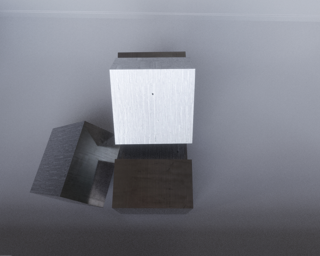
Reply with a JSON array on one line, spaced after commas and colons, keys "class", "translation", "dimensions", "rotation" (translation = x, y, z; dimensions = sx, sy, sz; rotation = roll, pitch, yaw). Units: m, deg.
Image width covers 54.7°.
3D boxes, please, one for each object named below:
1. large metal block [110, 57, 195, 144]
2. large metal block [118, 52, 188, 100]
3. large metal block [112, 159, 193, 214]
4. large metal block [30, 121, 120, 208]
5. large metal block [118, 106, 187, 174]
[{"class": "large metal block", "translation": [-0.007, -0.030, 0.330], "dimensions": [0.081, 0.079, 0.050], "rotation": [-1, 25, -1]}, {"class": "large metal block", "translation": [-0.009, -0.054, 0.397], "dimensions": [0.081, 0.080, 0.050], "rotation": [-1, 70, -1]}, {"class": "large metal block", "translation": [-0.007, 0.069, 0.352], "dimensions": [0.081, 0.080, 0.050], "rotation": [0, 70, 0]}, {"class": "large metal block", "translation": [-0.096, 0.042, 0.353], "dimensions": [0.050, 0.080, 0.080], "rotation": [28, 66, -36]}, {"class": "large metal block", "translation": [-0.009, 0.013, 0.392], "dimensions": [0.081, 0.050, 0.080], "rotation": [-1, 70, -1]}]
